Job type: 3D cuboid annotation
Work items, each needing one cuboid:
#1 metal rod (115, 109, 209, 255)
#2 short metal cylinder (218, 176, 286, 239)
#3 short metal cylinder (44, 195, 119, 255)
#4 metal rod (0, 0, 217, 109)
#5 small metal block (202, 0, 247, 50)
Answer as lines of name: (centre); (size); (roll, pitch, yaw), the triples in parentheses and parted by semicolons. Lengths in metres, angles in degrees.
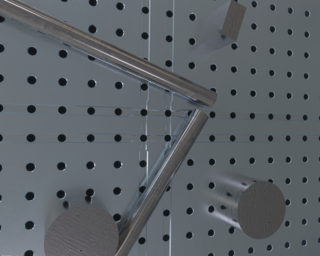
metal rod: (-0.020, 0.105, 0.405); (0.025, 0.025, 0.300); (35, 79, -17)
short metal cylinder: (0.132, 0.113, 0.449); (0.081, 0.050, 0.079); (0, 90, -20)
short metal cylinder: (-0.094, 0.125, 0.365); (0.081, 0.050, 0.079); (0, 90, -20)
metal rod: (-0.059, -0.091, 0.390); (0.302, 0.025, 0.025); (22, 83, -19)
small metal block: (0.089, -0.142, 0.432); (0.025, 0.050, 0.050); (21, 83, -19)
